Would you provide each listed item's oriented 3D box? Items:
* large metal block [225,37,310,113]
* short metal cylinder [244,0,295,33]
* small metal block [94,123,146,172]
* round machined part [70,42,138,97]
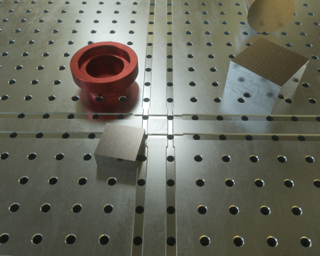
[{"bbox_3d":[0.157,-0.081,0.460,0.080,0.050,0.080,36,59,26],"label":"large metal block"},{"bbox_3d":[0.195,-0.219,0.557,0.080,0.080,0.050,2,50,1],"label":"short metal cylinder"},{"bbox_3d":[-0.048,0.024,0.387,0.050,0.025,0.050,9,51,7],"label":"small metal block"},{"bbox_3d":[-0.081,-0.085,0.467,0.099,0.042,0.098,0,50,0],"label":"round machined part"}]
